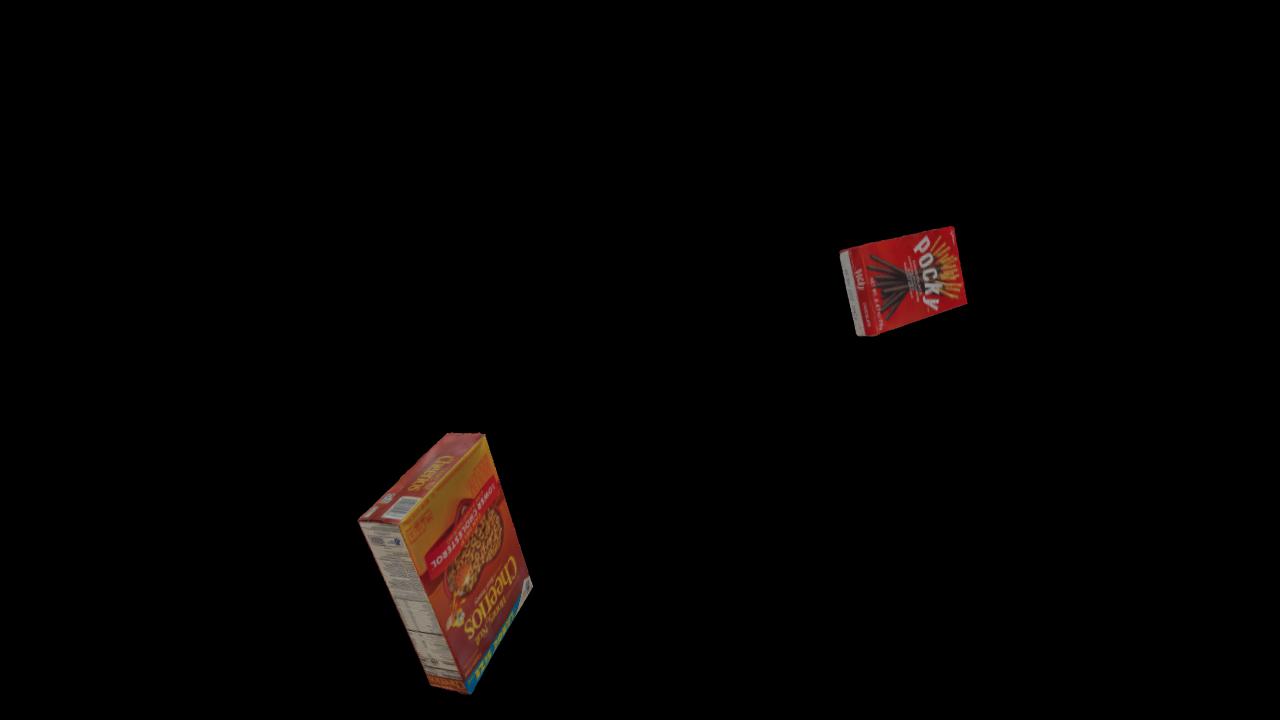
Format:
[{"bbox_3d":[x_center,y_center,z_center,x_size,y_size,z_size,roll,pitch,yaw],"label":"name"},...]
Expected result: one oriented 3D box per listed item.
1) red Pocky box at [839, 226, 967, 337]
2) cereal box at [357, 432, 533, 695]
[{"bbox_3d":[0.257,-0.079,0.590,0.155,0.083,0.028,-16,5,-32],"label":"red Pocky box"},{"bbox_3d":[-0.259,0.285,0.881,0.081,0.306,0.203,-2,25,20],"label":"cereal box"}]
